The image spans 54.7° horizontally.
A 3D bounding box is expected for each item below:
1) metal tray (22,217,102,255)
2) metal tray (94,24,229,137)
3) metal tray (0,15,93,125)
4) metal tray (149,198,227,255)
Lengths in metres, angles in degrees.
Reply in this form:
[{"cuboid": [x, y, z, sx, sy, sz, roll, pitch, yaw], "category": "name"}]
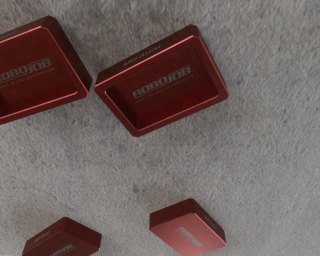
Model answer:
[{"cuboid": [-0.187, 0.225, 0.593, 0.130, 0.030, 0.090, -35, 122, 26], "category": "metal tray"}, {"cuboid": [0.002, -0.049, 0.362, 0.130, 0.030, 0.090, -23, 127, 18], "category": "metal tray"}, {"cuboid": [-0.156, -0.060, 0.350, 0.130, 0.030, 0.090, -16, 129, 12], "category": "metal tray"}, {"cuboid": [0.052, 0.186, 0.563, 0.090, 0.030, 0.130, -27, 126, 20], "category": "metal tray"}]
